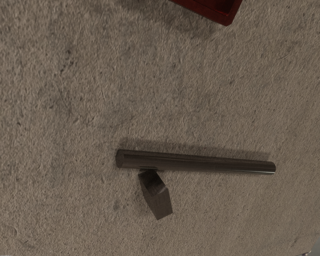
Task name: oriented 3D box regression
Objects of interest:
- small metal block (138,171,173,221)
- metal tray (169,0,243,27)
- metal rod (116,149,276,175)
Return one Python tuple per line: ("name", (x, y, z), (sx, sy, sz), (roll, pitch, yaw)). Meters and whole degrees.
("small metal block", (-0.007, 0.095, 0.448), (0.025, 0.050, 0.050), (-22, 127, -16))
("metal tray", (0.038, -0.171, 0.319), (0.131, 0.030, 0.089), (11, 113, -33))
("metal rod", (0.074, 0.057, 0.484), (0.302, 0.025, 0.025), (8, 115, -32))
